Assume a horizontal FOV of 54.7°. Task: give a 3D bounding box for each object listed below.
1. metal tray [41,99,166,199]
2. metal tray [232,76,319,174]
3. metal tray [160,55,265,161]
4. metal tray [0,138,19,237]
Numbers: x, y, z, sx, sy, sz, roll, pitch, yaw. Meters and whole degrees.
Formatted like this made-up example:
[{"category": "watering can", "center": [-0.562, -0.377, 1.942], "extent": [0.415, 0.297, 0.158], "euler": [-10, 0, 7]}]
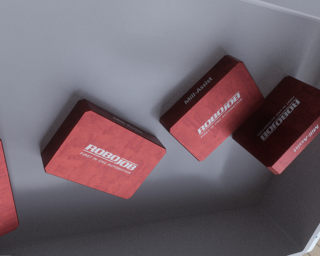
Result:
[{"category": "metal tray", "center": [-0.066, 0.032, 0.389], "extent": [0.131, 0.030, 0.090], "euler": [30, 102, -38]}, {"category": "metal tray", "center": [0.183, -0.007, 0.461], "extent": [0.130, 0.090, 0.030], "euler": [-49, 129, 6]}, {"category": "metal tray", "center": [0.075, -0.025, 0.431], "extent": [0.130, 0.030, 0.090], "euler": [-44, 129, 2]}, {"category": "metal tray", "center": [-0.206, 0.070, 0.320], "extent": [0.091, 0.030, 0.129], "euler": [-20, 128, -37]}]
